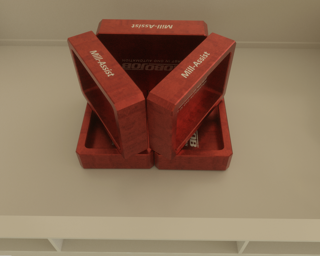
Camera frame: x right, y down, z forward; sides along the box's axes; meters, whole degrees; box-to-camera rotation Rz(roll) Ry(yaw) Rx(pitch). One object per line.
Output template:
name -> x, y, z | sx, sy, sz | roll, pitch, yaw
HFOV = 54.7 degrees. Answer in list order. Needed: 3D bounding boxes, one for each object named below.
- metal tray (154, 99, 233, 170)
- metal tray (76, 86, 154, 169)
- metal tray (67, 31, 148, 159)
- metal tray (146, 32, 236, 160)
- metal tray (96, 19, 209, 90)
metal tray -> 0.040, -0.007, 0.407 | 0.091, 0.030, 0.130 | 1, 49, 1
metal tray -> -0.052, -0.009, 0.408 | 0.091, 0.030, 0.130 | 0, 49, 0
metal tray -> -0.060, -0.039, 0.353 | 0.030, 0.090, 0.130 | -25, 55, -19
metal tray -> 0.037, -0.037, 0.352 | 0.030, 0.090, 0.131 | 29, 56, 22
metal tray -> -0.009, -0.090, 0.396 | 0.131, 0.090, 0.030 | 1, 51, 1
